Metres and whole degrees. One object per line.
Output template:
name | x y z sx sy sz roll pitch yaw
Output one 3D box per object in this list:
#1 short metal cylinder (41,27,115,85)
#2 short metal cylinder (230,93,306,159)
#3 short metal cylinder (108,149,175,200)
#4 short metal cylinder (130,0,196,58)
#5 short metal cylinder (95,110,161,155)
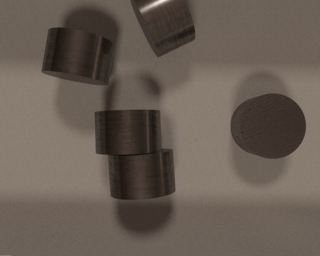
short metal cylinder | -0.100 -0.086 0.383 0.080 0.080 0.050 9 90 -1
short metal cylinder | 0.137 -0.002 0.401 0.081 0.050 0.079 0 90 -1
short metal cylinder | -0.022 0.054 0.384 0.081 0.080 0.050 -4 91 -1
short metal cylinder | 0.003 -0.135 0.384 0.050 0.080 0.080 -26 90 0
short metal cylinder | -0.039 0.005 0.383 0.081 0.080 0.050 -2 90 -1
